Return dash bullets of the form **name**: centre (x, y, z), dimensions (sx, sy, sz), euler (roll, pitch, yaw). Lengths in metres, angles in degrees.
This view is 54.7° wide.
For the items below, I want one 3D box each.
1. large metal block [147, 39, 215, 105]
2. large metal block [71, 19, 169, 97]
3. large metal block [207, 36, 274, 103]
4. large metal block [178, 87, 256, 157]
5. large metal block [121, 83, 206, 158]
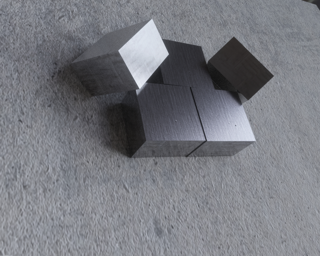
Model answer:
- **large metal block**: centre (0.023, -0.079, 0.452), dimensions (0.081, 0.050, 0.080), euler (3, 61, -27)
- **large metal block**: centre (-0.048, -0.087, 0.389), dimensions (0.080, 0.080, 0.050), euler (-56, 130, -39)
- **large metal block**: centre (0.118, -0.084, 0.479), dimensions (0.050, 0.080, 0.080), euler (-44, 86, 1)
- **large metal block**: centre (0.075, -0.007, 0.433), dimensions (0.081, 0.050, 0.080), euler (1, 61, -28)
- **large metal block**: centre (0.002, -0.009, 0.396), dimensions (0.081, 0.050, 0.080), euler (1, 61, -28)
